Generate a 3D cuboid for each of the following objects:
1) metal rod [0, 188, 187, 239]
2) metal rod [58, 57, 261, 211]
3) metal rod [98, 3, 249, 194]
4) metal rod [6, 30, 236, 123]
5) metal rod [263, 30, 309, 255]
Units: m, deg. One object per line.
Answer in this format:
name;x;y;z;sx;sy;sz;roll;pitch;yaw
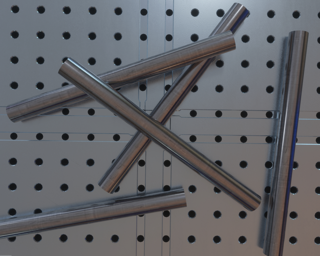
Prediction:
metal rod;-0.115;0.118;0.411;0.302;0.025;0.025;-10;90;-1
metal rod;0.007;0.014;0.390;0.301;0.025;0.025;36;90;-10
metal rod;0.018;-0.040;0.413;0.025;0.025;0.299;37;90;-1
metal rod;-0.053;-0.064;0.398;0.301;0.025;0.025;-18;90;5
metal rod;0.168;0.021;0.415;0.025;0.025;0.298;7;90;-1
